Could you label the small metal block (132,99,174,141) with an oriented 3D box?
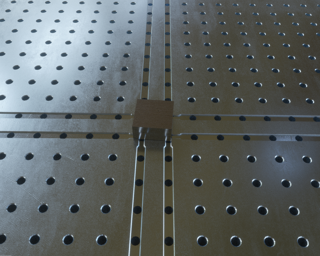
[{"bbox_3d":[-0.008,-0.011,0.417,0.050,0.025,0.050,4,50,3],"label":"small metal block"}]
